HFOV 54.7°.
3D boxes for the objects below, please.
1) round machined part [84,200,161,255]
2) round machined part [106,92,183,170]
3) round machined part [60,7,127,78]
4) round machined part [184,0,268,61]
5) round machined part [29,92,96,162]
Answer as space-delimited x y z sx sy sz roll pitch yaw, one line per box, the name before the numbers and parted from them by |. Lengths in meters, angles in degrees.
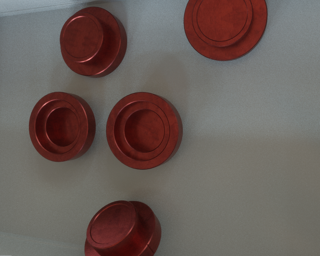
round machined part | -0.051 0.130 0.387 0.098 0.098 0.042 -15 125 19
round machined part | -0.017 0.003 0.407 0.098 0.042 0.097 0 90 19
round machined part | -0.100 -0.122 0.435 0.098 0.042 0.097 0 90 19
round machined part | 0.076 -0.129 0.366 0.098 0.042 0.097 3 101 18
round machined part | -0.135 -0.002 0.448 0.098 0.042 0.097 0 90 19
